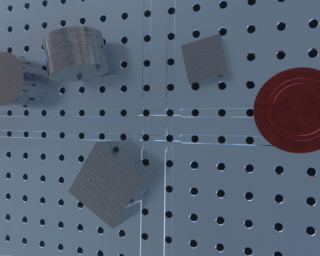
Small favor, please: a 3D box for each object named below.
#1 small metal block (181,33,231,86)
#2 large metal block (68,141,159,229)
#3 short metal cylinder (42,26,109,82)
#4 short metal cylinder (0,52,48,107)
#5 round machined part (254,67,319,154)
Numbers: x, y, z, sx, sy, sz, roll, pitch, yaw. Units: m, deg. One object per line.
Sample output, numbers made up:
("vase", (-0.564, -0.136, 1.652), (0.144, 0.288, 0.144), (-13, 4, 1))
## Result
("small metal block", (0.058, -0.085, 0.392), (0.050, 0.025, 0.050), (-13, 86, 19))
("large metal block", (-0.063, 0.073, 0.421), (0.080, 0.050, 0.080), (34, 101, 16))
("short metal cylinder", (-0.115, -0.098, 0.424), (0.080, 0.080, 0.050), (-12, 86, 19))
("short metal cylinder", (-0.224, -0.072, 0.478), (0.080, 0.050, 0.079), (0, 90, 20))
("round machined part", (0.156, -0.020, 0.348), (0.098, 0.042, 0.097), (0, 90, 20))
